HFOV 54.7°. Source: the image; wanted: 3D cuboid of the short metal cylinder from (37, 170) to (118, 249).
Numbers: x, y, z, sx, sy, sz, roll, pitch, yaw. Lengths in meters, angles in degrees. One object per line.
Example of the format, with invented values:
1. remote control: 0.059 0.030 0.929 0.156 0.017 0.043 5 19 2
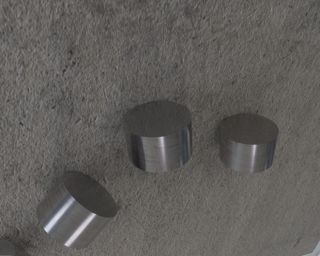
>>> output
1. short metal cylinder: -0.099 0.097 0.377 0.080 0.080 0.050 35 99 -39

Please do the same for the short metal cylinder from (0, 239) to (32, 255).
1. short metal cylinder: -0.196 0.186 0.379 0.080 0.080 0.050 -34 129 -6

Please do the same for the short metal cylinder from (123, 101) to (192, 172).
1. short metal cylinder: -0.001 0.008 0.375 0.081 0.080 0.050 -18 126 -18

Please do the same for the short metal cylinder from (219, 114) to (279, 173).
1. short metal cylinder: 0.128 0.021 0.454 0.081 0.080 0.050 -17 125 -19
